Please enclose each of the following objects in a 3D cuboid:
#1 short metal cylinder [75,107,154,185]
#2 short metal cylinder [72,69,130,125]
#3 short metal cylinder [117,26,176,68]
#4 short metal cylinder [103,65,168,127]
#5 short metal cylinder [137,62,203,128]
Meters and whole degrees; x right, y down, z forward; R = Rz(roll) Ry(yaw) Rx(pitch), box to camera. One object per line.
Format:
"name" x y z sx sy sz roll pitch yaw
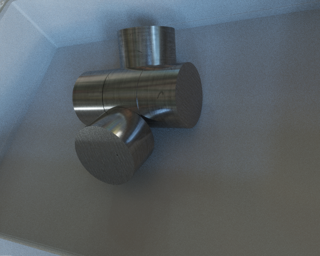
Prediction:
"short metal cylinder" -0.054 0.021 0.374 0.080 0.080 0.050 0 28 28
"short metal cylinder" -0.074 -0.041 0.433 0.050 0.080 0.080 1 62 29
"short metal cylinder" -0.018 -0.111 0.437 0.080 0.080 0.050 2 101 29
"short metal cylinder" -0.030 -0.041 0.409 0.050 0.080 0.080 1 62 29
"short metal cylinder" 0.015 -0.040 0.385 0.050 0.080 0.080 1 62 29
